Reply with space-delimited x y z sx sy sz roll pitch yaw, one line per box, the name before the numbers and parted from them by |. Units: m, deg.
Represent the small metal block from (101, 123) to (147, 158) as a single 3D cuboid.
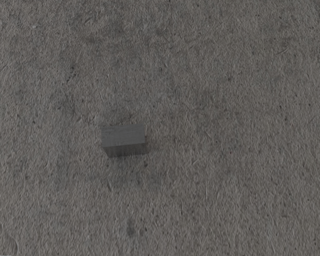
small metal block | -0.043 0.017 0.389 0.050 0.050 0.025 -6 70 -2
